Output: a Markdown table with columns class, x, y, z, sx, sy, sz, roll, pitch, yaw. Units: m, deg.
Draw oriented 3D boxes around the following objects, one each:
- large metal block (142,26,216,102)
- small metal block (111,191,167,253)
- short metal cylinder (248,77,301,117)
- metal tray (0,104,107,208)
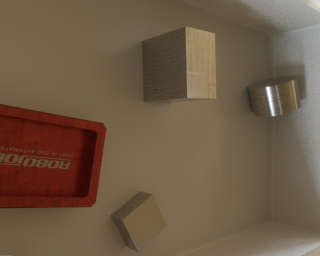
| class | x | y | z | sx | sy | sz | roll | pitch | yaw |
| --- | --- | --- | --- | --- | --- | --- | --- | --- | --- |
| large metal block | 0.023 | -0.075 | 0.392 | 0.050 | 0.080 | 0.079 | -3 | 92 | -40 |
| small metal block | -0.026 | 0.116 | 0.387 | 0.050 | 0.025 | 0.050 | -34 | 112 | -35 |
| short metal cylinder | 0.200 | -0.056 | 0.542 | 0.081 | 0.080 | 0.050 | -25 | 106 | -38 |
| metal tray | -0.122 | 0.030 | 0.302 | 0.131 | 0.030 | 0.090 | 12 | 83 | -40 |
